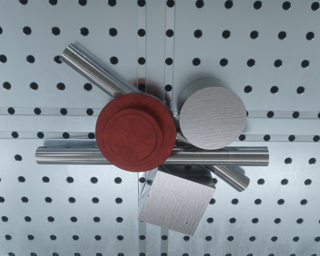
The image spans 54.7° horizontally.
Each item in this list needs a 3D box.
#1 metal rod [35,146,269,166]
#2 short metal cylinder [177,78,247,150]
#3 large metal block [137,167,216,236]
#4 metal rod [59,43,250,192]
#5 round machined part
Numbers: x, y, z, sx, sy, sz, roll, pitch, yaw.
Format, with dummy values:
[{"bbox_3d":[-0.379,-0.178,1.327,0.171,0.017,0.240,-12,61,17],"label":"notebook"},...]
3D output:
[{"bbox_3d":[-0.015,0.037,0.407,0.302,0.025,0.025,0,110,7],"label":"metal rod"},{"bbox_3d":[0.063,-0.019,0.393,0.081,0.050,0.079,0,110,-1],"label":"short metal cylinder"},{"bbox_3d":[0.021,0.093,0.432,0.080,0.050,0.079,19,109,-7],"label":"large metal block"},{"bbox_3d":[0.002,-0.006,0.411,0.301,0.025,0.025,37,106,-13],"label":"metal rod"},{"bbox_3d":[-0.030,0.007,0.371,0.099,0.042,0.097,1,102,5],"label":"round machined part"}]
